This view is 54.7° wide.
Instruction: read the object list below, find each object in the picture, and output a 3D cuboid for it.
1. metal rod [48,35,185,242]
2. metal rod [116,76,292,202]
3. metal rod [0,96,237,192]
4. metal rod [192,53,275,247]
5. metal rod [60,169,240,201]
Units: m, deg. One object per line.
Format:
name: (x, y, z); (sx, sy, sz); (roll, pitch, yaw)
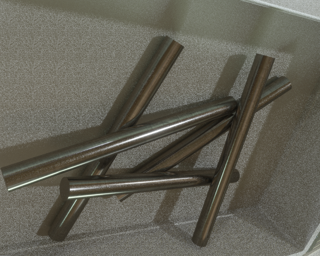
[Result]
metal rod: (-0.061, 0.023, 0.388); (0.025, 0.025, 0.299); (23, 106, -37)
metal rod: (0.065, 0.012, 0.451); (0.301, 0.025, 0.025); (-33, 129, -7)
metal rod: (-0.023, 0.008, 0.369); (0.302, 0.025, 0.025); (-18, 126, -30)
metal rod: (0.101, 0.043, 0.449); (0.025, 0.025, 0.298); (5, 110, -31)
metal rod: (0.012, 0.072, 0.427); (0.302, 0.025, 0.025); (4, 117, -41)
